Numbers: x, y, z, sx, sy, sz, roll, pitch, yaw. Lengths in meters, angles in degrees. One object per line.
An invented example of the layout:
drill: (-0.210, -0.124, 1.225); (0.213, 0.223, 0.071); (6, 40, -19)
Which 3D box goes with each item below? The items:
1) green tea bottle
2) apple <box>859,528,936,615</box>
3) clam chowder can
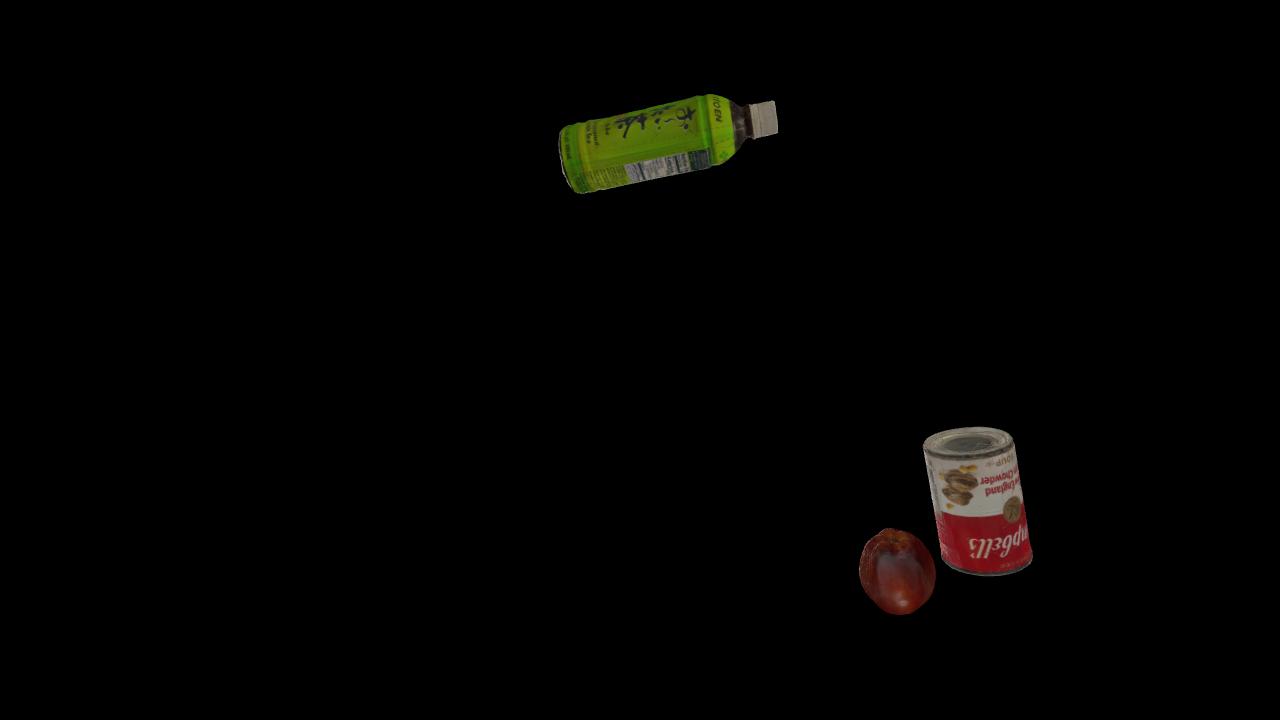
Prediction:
green tea bottle: (0.029, -0.217, 0.610); (0.212, 0.073, 0.073); (-7, -1, 11)
apple: (0.281, 0.231, 0.670); (0.079, 0.093, 0.079); (-12, 18, 4)
clam chowder can: (0.275, 0.113, 0.503); (0.068, 0.102, 0.068); (-13, 7, 2)
